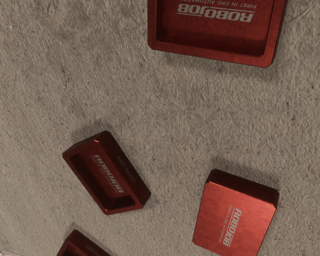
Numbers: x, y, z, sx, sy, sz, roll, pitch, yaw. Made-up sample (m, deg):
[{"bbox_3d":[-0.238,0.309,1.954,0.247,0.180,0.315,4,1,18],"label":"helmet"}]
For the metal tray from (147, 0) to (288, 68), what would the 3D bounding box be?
[{"bbox_3d":[0.053,-0.116,0.303,0.130,0.030,0.089,14,124,19],"label":"metal tray"}]

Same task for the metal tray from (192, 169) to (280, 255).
[{"bbox_3d":[0.100,0.126,0.428,0.090,0.030,0.129,18,125,17],"label":"metal tray"}]

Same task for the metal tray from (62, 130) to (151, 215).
[{"bbox_3d":[-0.085,0.075,0.492,0.090,0.030,0.130,-22,107,35],"label":"metal tray"}]

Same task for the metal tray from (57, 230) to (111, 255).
[{"bbox_3d":[-0.149,0.282,0.653,0.130,0.030,0.089,36,129,3],"label":"metal tray"}]
